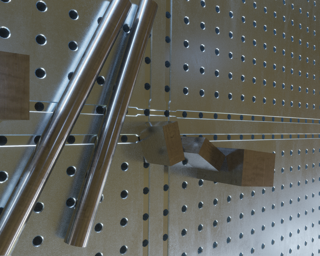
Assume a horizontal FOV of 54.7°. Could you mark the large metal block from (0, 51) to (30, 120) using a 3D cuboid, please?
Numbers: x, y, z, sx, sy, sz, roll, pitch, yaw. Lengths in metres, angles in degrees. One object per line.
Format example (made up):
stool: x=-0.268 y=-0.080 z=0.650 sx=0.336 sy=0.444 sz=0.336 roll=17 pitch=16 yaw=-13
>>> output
large metal block: x=-0.157 y=-0.031 z=0.242 sx=0.081 sy=0.080 sz=0.050 roll=0 pitch=90 yaw=-40

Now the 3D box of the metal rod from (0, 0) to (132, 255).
metal rod: x=-0.098 y=-0.017 z=0.326 sx=0.025 sy=0.025 sz=0.299 roll=34 pitch=69 yaw=-35

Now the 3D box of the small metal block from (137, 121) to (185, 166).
small metal block: x=0.001 y=0.019 z=0.394 sx=0.025 sy=0.050 sz=0.050 roll=-20 pitch=103 yaw=-38

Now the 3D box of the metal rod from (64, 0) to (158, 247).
metal rod: x=-0.053 y=-0.017 z=0.364 sx=0.025 sy=0.025 sz=0.299 roll=25 pitch=75 yaw=-37

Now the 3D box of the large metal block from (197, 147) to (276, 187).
large metal block: x=0.116 y=0.058 z=0.470 sx=0.081 sy=0.080 sz=0.050 roll=10 pitch=84 yaw=-40

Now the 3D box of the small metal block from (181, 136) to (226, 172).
small metal block: x=0.055 y=0.036 z=0.439 sx=0.050 sy=0.050 sz=0.025 roll=40 pitch=67 yaw=-33
